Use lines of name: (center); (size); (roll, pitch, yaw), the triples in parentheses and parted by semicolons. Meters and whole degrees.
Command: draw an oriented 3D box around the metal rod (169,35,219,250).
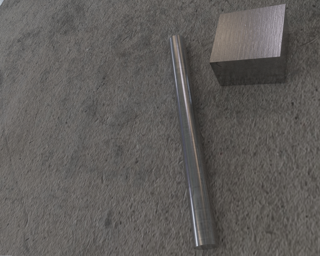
metal rod: (0.036, -0.007, 0.389); (0.025, 0.025, 0.299); (-17, 55, 18)

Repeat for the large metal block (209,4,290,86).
large metal block: (0.115, -0.102, 0.390); (0.080, 0.050, 0.080); (1, 62, 28)
